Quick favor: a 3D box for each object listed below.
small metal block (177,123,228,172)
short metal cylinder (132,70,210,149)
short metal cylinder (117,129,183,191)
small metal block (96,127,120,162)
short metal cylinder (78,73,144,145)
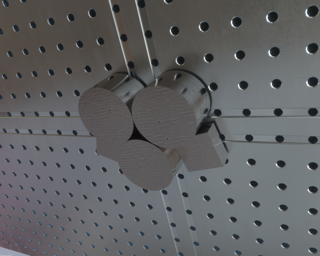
[{"bbox_3d":[0.052,0.026,0.395,0.050,0.025,0.050,-15,111,34],"label":"small metal block"},{"bbox_3d":[0.014,-0.022,0.369,0.080,0.050,0.079,13,124,21],"label":"short metal cylinder"},{"bbox_3d":[-0.010,0.037,0.419,0.080,0.050,0.079,13,124,21],"label":"short metal cylinder"},{"bbox_3d":[-0.065,0.020,0.453,0.050,0.025,0.050,19,126,17],"label":"small metal block"},{"bbox_3d":[-0.058,-0.025,0.405,0.080,0.050,0.079,13,124,21],"label":"short metal cylinder"}]
